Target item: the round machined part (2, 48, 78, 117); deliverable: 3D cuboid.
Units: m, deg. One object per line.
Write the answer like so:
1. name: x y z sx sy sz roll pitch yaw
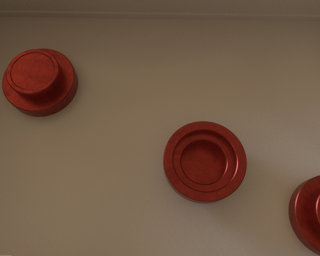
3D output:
1. round machined part: -0.167 -0.068 0.424 0.099 0.042 0.098 0 70 0

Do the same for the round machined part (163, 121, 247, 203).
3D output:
1. round machined part: 0.053 0.044 0.385 0.099 0.042 0.098 0 70 0

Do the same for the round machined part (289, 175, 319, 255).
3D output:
1. round machined part: 0.209 0.102 0.364 0.099 0.042 0.098 0 70 0
